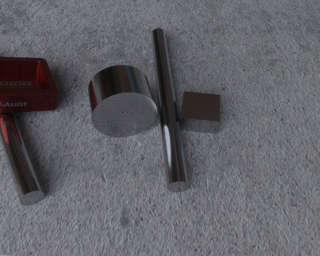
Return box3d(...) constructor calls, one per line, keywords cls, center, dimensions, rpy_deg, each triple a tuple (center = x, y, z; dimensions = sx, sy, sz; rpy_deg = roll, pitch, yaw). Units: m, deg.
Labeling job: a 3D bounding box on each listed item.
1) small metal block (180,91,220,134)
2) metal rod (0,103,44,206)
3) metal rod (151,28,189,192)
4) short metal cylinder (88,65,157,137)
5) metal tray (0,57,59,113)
box3d(cls="small metal block", center=(0.055, -0.022, 0.422), dimensions=(0.050, 0.025, 0.050), rpy_deg=(6, 50, 5))
box3d(cls="metal rod", center=(-0.215, -0.023, 0.419), dimensions=(0.025, 0.025, 0.300), rpy_deg=(-24, 54, -19))
box3d(cls="metal rod", center=(0.009, -0.048, 0.443), dimensions=(0.025, 0.025, 0.300), rpy_deg=(-3, 50, -3))
box3d(cls="short metal cylinder", center=(-0.048, -0.033, 0.394), dimensions=(0.081, 0.080, 0.050), rpy_deg=(-10, 51, -9))
box3d(cls="metal tray", center=(-0.214, -0.060, 0.417), dimensions=(0.131, 0.030, 0.090), rpy_deg=(-6, 45, -32))
